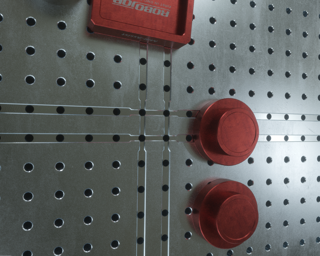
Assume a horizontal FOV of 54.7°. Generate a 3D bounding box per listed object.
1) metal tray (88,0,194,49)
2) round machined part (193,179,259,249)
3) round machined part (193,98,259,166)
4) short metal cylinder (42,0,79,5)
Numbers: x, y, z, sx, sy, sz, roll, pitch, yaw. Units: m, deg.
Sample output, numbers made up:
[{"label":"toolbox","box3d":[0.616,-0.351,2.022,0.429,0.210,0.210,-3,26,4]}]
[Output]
[{"label":"metal tray","box3d":[-0.022,-0.161,0.402,0.131,0.030,0.089,6,88,-20]},{"label":"round machined part","box3d":[0.100,0.124,0.442,0.099,0.042,0.097,0,90,-21]},{"label":"round machined part","box3d":[0.101,0.006,0.442,0.099,0.042,0.097,0,90,-21]},{"label":"short metal cylinder","box3d":[-0.118,-0.190,0.356,0.081,0.050,0.079,0,90,-20]}]
